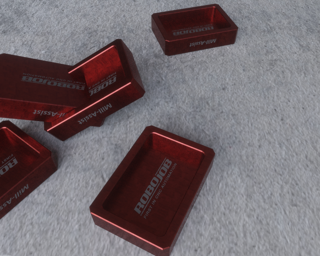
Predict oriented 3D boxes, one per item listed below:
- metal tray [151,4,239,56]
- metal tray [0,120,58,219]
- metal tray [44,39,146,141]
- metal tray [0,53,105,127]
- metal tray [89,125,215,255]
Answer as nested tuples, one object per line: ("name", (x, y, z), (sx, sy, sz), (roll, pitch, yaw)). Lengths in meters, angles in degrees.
("metal tray", (0.059, -0.176, 0.548), (0.131, 0.030, 0.090), (-13, 51, -12))
("metal tray", (-0.196, 0.057, 0.349), (0.090, 0.030, 0.131), (31, 56, 23))
("metal tray", (-0.091, -0.050, 0.404), (0.130, 0.030, 0.090), (-28, 51, 11))
("metal tray", (-0.140, -0.048, 0.402), (0.131, 0.030, 0.090), (6, 42, -29))
("metal tray", (-0.004, 0.064, 0.346), (0.090, 0.030, 0.130), (22, 53, 17))
